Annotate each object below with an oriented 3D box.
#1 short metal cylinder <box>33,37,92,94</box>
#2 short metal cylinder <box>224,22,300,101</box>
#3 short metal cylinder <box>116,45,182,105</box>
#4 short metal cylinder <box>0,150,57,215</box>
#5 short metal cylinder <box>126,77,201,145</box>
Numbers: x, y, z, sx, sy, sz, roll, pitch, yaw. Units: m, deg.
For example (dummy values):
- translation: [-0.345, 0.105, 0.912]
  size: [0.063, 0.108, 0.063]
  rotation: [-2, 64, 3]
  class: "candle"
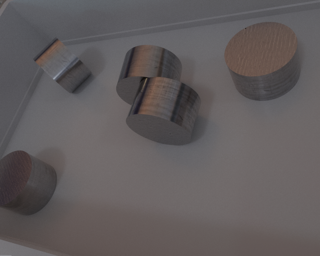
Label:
- translation: [-0.161, -0.103, 0.516]
  size: [0.050, 0.080, 0.080]
  rotation: [-46, 51, -4]
  class: "short metal cylinder"
- translation: [0.124, -0.080, 0.373]
  size: [0.080, 0.050, 0.080]
  rotation: [-13, 56, 20]
  class: "short metal cylinder"
- translation: [-0.014, -0.065, 0.416]
  size: [0.080, 0.080, 0.050]
  rotation: [-3, 60, 26]
  class: "short metal cylinder"
- translation: [-0.197, 0.079, 0.442]
  size: [0.080, 0.050, 0.080]
  rotation: [-13, 56, 20]
  class: "short metal cylinder"
- translation: [0.005, -0.018, 0.378]
  size: [0.080, 0.080, 0.050]
  rotation: [4, 64, 30]
  class: "short metal cylinder"
